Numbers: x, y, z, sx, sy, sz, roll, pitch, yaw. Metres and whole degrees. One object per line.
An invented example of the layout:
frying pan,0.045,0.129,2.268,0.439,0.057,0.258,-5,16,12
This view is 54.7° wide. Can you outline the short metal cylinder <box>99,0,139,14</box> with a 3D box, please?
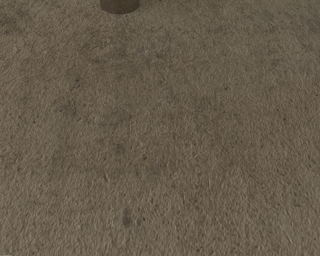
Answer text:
short metal cylinder,-0.082,-0.269,0.612,0.080,0.050,0.080,0,50,0
